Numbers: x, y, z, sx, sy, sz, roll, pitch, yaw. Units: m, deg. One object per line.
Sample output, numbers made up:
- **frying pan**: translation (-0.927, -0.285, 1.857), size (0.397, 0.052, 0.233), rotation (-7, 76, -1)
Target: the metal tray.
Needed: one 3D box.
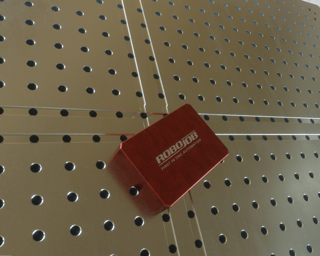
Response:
- **metal tray**: translation (0.018, 0.033, 0.394), size (0.131, 0.030, 0.090), rotation (-33, 80, -38)
